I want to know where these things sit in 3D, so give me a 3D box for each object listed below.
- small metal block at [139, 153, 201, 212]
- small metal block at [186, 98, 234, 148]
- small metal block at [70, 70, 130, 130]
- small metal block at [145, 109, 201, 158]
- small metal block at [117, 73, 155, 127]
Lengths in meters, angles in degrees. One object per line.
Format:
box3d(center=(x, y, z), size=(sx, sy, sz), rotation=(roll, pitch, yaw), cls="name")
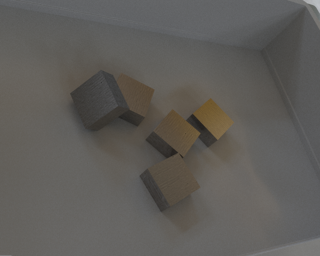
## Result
box3d(center=(0.012, 0.065, 0.374), size=(0.050, 0.025, 0.050), rotation=(-23, 75, -36), cls="small metal block")
box3d(center=(0.072, -0.008, 0.451), size=(0.050, 0.025, 0.050), rotation=(47, 51, 4), cls="small metal block")
box3d(center=(-0.072, -0.032, 0.368), size=(0.050, 0.050, 0.025), rotation=(63, 19, 16), cls="small metal block")
box3d(center=(0.018, 0.011, 0.410), size=(0.050, 0.025, 0.050), rotation=(41, 50, -1), cls="small metal block")
box3d(center=(-0.040, -0.037, 0.408), size=(0.050, 0.025, 0.050), rotation=(26, 52, -13), cls="small metal block")
